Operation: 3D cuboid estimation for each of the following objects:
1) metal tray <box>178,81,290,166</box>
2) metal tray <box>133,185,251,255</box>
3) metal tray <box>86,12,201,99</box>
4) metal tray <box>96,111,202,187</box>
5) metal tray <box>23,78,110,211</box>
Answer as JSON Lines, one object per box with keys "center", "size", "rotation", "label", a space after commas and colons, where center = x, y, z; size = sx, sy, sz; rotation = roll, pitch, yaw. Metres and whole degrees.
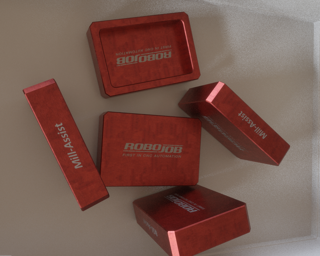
{"center": [0.095, -0.004, 0.410], "size": [0.130, 0.090, 0.030], "rotation": [39, 78, -16], "label": "metal tray"}
{"center": [0.030, 0.101, 0.364], "size": [0.091, 0.130, 0.030], "rotation": [-13, 95, -20], "label": "metal tray"}
{"center": [-0.019, -0.095, 0.400], "size": [0.131, 0.030, 0.089], "rotation": [-14, 95, -20], "label": "metal tray"}
{"center": [-0.013, 0.028, 0.401], "size": [0.131, 0.030, 0.089], "rotation": [4, 89, -21], "label": "metal tray"}
{"center": [-0.103, 0.017, 0.336], "size": [0.030, 0.090, 0.129], "rotation": [-26, 99, -19], "label": "metal tray"}
